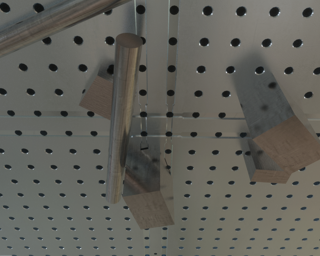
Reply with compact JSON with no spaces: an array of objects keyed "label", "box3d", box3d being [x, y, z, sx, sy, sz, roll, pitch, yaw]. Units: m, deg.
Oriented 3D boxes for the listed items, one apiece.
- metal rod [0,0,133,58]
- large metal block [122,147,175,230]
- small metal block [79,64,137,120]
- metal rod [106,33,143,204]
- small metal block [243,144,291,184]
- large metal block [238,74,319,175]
[{"label":"metal rod","box3d":[-0.096,-0.114,0.313,0.301,0.025,0.025,-18,128,14]},{"label":"large metal block","box3d":[-0.014,0.087,0.449,0.050,0.080,0.080,-12,129,9]},{"label":"small metal block","box3d":[-0.063,-0.041,0.376,0.050,0.025,0.050,27,125,-21]},{"label":"metal rod","box3d":[-0.052,0.016,0.397,0.025,0.025,0.298,7,138,-6]},{"label":"small metal block","box3d":[0.151,0.050,0.439,0.050,0.050,0.025,5,130,-4]},{"label":"large metal block","box3d":[0.145,-0.004,0.373,0.050,0.080,0.080,-35,122,26]}]
